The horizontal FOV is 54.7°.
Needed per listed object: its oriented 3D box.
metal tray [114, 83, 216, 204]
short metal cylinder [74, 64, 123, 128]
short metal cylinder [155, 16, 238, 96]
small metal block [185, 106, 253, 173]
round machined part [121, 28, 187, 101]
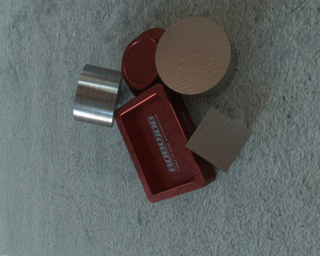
[{"bbox_3d":[0.003,0.020,0.386,0.090,0.030,0.129,-28,82,36],"label":"metal tray"},{"bbox_3d":[-0.084,-0.044,0.431,0.050,0.080,0.079,12,101,-5],"label":"short metal cylinder"},{"bbox_3d":[0.042,-0.075,0.342,0.080,0.050,0.079,1,92,22],"label":"short metal cylinder"},{"bbox_3d":[0.062,0.013,0.332,0.050,0.025,0.050,33,88,6],"label":"small metal block"},{"bbox_3d":[-0.012,-0.082,0.406,0.098,0.042,0.097,0,90,40],"label":"round machined part"}]
